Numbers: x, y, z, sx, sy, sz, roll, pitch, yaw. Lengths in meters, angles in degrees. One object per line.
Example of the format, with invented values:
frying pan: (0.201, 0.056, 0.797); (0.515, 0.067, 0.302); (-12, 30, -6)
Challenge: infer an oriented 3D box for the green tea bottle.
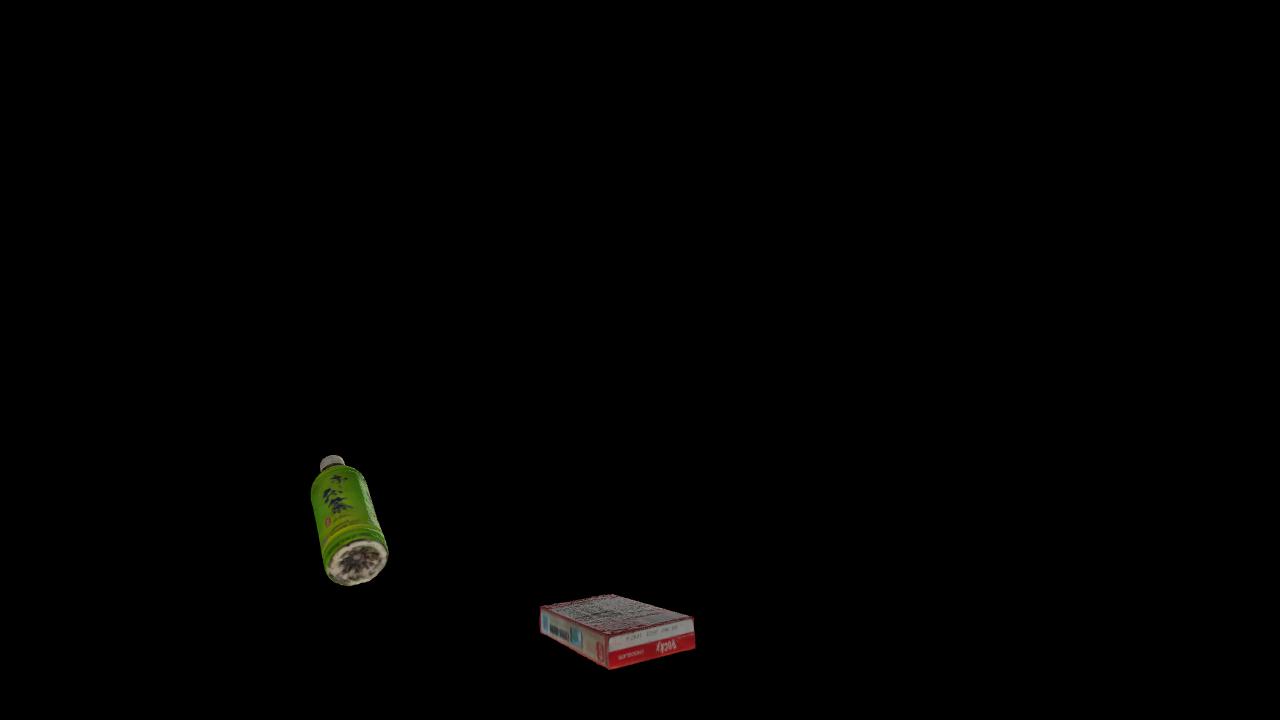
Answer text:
green tea bottle: (-0.378, 0.190, 0.783); (0.073, 0.073, 0.212); (0, 25, -37)

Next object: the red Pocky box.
red Pocky box: (-0.025, 0.237, 0.547); (0.083, 0.028, 0.155); (1, -12, -29)
